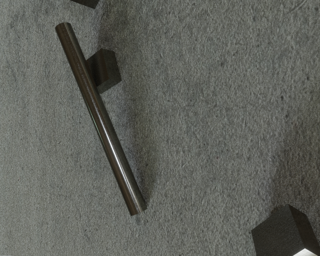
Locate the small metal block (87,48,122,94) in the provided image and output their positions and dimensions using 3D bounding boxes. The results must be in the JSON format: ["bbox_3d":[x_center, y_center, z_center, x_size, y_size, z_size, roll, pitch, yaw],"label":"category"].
[{"bbox_3d":[-0.090,-0.086,0.477,0.050,0.025,0.050,-24,75,37],"label":"small metal block"}]

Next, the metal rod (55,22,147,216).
[{"bbox_3d":[-0.088,-0.019,0.450,0.025,0.025,0.299,-30,79,36],"label":"metal rod"}]

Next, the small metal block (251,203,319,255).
[{"bbox_3d":[0.117,0.109,0.290,0.050,0.025,0.050,-50,17,28],"label":"small metal block"}]

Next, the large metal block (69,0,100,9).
[{"bbox_3d":[-0.123,-0.250,0.488,0.080,0.050,0.080,52,120,27],"label":"large metal block"}]
